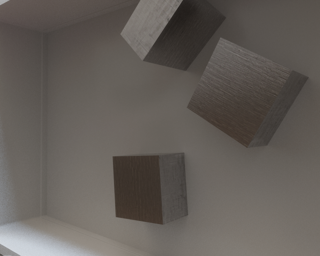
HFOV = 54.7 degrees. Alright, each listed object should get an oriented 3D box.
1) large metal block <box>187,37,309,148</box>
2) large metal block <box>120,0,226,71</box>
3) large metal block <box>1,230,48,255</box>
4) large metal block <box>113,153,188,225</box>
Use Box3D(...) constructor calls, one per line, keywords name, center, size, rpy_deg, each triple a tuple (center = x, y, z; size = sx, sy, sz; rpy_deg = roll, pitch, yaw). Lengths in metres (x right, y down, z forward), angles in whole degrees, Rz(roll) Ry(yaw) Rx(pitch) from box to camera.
Box3D(name="large metal block", center=(0.087, -0.036, 0.319), size=(0.080, 0.050, 0.079), rpy_deg=(38, 113, 33))
Box3D(name="large metal block", center=(0.016, -0.118, 0.358), size=(0.080, 0.081, 0.050), rpy_deg=(-52, 60, 27))
Box3D(name="large metal block", center=(-0.276, 0.266, 0.622), size=(0.080, 0.050, 0.079), rpy_deg=(23, 105, 37))
Box3D(name="large metal block", center=(-0.013, 0.074, 0.402), size=(0.080, 0.050, 0.080), rpy_deg=(-6, 86, 40))
